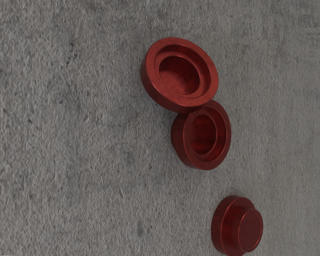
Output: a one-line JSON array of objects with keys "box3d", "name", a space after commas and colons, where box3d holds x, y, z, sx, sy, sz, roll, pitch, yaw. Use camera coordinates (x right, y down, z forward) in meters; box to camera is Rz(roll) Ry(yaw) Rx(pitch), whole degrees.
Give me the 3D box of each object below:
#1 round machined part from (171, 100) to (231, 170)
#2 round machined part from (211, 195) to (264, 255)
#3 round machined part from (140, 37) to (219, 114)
[{"box3d": [0.054, 0.009, 0.439, 0.099, 0.042, 0.097, 0, 90, -40], "name": "round machined part"}, {"box3d": [0.131, 0.162, 0.504, 0.099, 0.042, 0.097, 0, 90, -40], "name": "round machined part"}, {"box3d": [0.021, -0.062, 0.395, 0.099, 0.042, 0.098, 9, 65, -20], "name": "round machined part"}]
